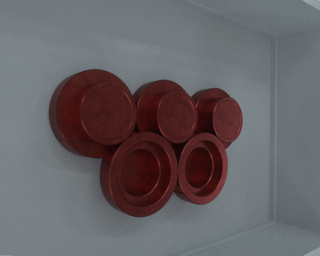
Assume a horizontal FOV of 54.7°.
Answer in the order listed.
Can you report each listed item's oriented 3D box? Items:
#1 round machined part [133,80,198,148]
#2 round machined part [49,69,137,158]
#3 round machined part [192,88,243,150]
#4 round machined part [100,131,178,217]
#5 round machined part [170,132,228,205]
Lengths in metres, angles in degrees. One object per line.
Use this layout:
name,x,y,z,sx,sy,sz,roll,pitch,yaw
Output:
round machined part,0.010,-0.014,0.401,0.099,0.042,0.097,1,89,-39
round machined part,-0.065,-0.015,0.338,0.099,0.042,0.097,1,89,-41
round machined part,0.087,-0.012,0.465,0.099,0.042,0.097,1,89,-39
round machined part,-0.028,0.052,0.369,0.099,0.042,0.097,0,90,-40
round machined part,0.047,0.054,0.433,0.099,0.042,0.097,0,90,-40
